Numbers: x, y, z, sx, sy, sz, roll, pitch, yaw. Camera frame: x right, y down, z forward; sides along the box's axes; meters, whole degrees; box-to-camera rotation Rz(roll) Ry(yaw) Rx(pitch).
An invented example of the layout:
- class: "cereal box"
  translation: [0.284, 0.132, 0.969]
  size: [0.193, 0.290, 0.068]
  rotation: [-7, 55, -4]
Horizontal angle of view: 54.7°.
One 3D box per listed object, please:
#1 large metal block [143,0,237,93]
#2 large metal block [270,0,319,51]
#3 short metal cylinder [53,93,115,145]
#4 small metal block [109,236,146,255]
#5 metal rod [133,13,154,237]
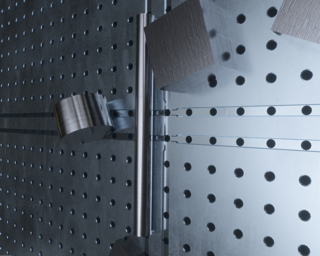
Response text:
- class: "large metal block"
  translation: [0.034, -0.094, 0.364]
  size: [0.080, 0.050, 0.080]
  rotation: [-19, 78, 38]
- class: "large metal block"
  translation: [0.157, -0.106, 0.263]
  size: [0.080, 0.050, 0.079]
  rotation: [32, 110, 35]
- class: "short metal cylinder"
  translation: [-0.114, -0.012, 0.465]
  size: [0.080, 0.081, 0.050]
  rotation: [-28, 73, 36]
- class: "small metal block"
  translation: [-0.048, 0.195, 0.447]
  size: [0.050, 0.025, 0.050]
  rotation: [37, 113, 33]
- class: "metal rod"
  translation: [-0.022, -0.004, 0.425]
  size: [0.025, 0.025, 0.298]
  rotation: [1, 91, 39]
